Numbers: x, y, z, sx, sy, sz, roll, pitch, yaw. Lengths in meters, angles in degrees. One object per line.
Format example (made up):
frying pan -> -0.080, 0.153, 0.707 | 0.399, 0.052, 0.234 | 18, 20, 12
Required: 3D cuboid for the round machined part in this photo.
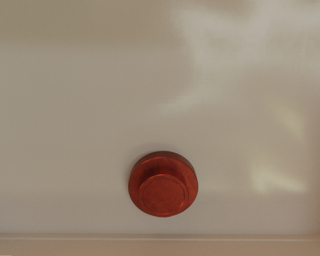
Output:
round machined part -> 0.005, 0.085, 0.434 | 0.099, 0.042, 0.097 | 0, 110, -1
